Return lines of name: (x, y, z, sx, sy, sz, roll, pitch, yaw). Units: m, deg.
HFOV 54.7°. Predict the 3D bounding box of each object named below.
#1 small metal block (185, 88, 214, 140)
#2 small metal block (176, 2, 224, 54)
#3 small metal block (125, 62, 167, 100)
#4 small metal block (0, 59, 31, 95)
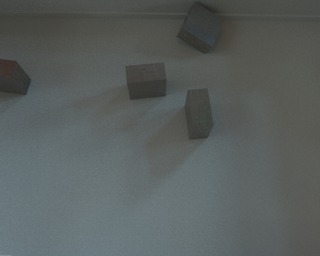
small metal block: (0.050, -0.017, 0.403, 0.025, 0.050, 0.050, -5, 70, -2)
small metal block: (0.060, -0.147, 0.456, 0.050, 0.025, 0.050, 28, 71, -11)
small metal block: (-0.018, -0.063, 0.419, 0.050, 0.050, 0.025, -6, 70, -3)
small metal block: (-0.212, -0.070, 0.419, 0.050, 0.050, 0.025, 7, 70, 2)
